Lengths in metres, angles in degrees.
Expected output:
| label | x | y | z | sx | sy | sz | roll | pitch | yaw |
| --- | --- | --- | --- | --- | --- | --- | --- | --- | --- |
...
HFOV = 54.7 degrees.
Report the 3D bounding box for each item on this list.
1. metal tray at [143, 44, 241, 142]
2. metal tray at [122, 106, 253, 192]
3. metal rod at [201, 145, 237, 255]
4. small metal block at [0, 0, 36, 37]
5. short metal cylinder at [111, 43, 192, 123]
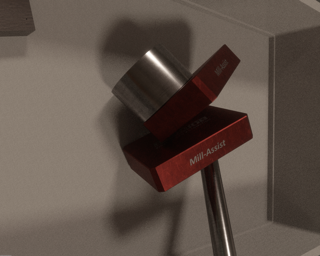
| label | x | y | z | sx | sy | sz | roll | pitch | yaw |
| --- | --- | --- | --- | --- | --- | --- | --- | --- | --- |
| metal tray | 0.042 | -0.045 | 0.372 | 0.030 | 0.090 | 0.131 | 46 | 37 | -4 |
| metal tray | 0.031 | 0.017 | 0.369 | 0.131 | 0.090 | 0.030 | -28 | 112 | -19 |
| metal rod | 0.069 | 0.098 | 0.374 | 0.025 | 0.025 | 0.300 | 29 | 43 | -37 |
| small metal block | -0.149 | -0.111 | 0.283 | 0.050 | 0.025 | 0.050 | -16 | 101 | -39 |
| short metal cylinder | -0.009 | -0.051 | 0.356 | 0.050 | 0.080 | 0.080 | 46 | 60 | -4 |
